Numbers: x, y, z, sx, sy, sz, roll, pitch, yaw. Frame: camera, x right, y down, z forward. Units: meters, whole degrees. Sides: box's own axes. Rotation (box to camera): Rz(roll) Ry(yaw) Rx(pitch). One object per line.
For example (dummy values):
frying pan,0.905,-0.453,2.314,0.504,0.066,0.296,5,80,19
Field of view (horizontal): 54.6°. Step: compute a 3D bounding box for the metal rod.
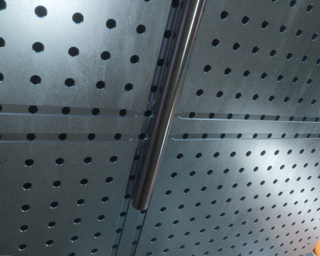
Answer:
metal rod,0.005,-0.015,0.404,0.025,0.025,0.298,0,118,-29
